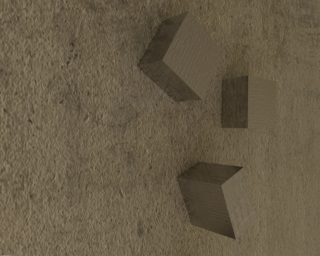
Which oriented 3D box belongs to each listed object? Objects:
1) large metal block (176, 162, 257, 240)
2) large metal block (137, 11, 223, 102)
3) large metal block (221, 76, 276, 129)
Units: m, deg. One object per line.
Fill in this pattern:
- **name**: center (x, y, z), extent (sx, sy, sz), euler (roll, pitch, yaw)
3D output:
- **large metal block**: center (0.079, 0.097, 0.435), extent (0.050, 0.080, 0.080), euler (-28, 108, -37)
- **large metal block**: center (0.029, -0.091, 0.412), extent (0.080, 0.050, 0.080), euler (39, 66, -33)
- **large metal block**: center (0.148, -0.039, 0.512), extent (0.081, 0.050, 0.080), euler (1, 90, -40)
